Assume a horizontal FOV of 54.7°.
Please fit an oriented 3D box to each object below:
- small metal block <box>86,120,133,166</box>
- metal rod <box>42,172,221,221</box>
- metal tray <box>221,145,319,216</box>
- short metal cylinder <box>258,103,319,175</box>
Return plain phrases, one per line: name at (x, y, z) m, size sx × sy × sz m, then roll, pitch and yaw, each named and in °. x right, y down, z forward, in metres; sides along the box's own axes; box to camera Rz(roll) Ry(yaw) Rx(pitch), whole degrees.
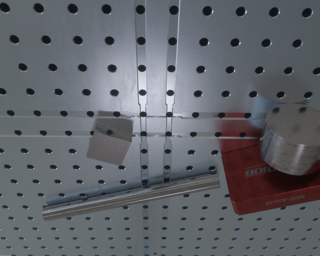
small metal block at (-0.070, 0.022, 0.430) m, size 0.050 × 0.025 × 0.050 m, roll 16°, pitch 128°, yaw -14°
metal rod at (-0.052, 0.115, 0.508) m, size 0.301 × 0.025 × 0.025 m, roll -13°, pitch 129°, yaw 11°
metal tray at (0.157, 0.061, 0.422) m, size 0.130 × 0.090 × 0.030 m, roll -15°, pitch 129°, yaw 12°
short metal cylinder at (0.169, 0.013, 0.388) m, size 0.081 × 0.080 × 0.050 m, roll 0°, pitch 130°, yaw 0°
